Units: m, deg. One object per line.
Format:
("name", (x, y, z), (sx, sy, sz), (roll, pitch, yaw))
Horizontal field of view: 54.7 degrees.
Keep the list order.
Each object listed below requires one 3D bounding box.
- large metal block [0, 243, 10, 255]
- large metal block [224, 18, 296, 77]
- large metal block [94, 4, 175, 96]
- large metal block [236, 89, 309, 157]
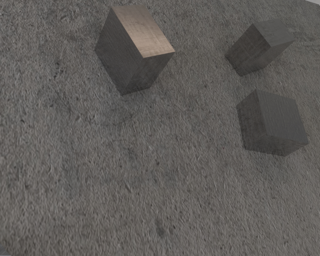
("large metal block", (-0.138, 0.140, 0.228), (0.080, 0.050, 0.080), (48, 51, 5))
("large metal block", (0.176, -0.143, 0.550), (0.081, 0.080, 0.050), (-23, 74, -36))
("large metal block", (-0.037, -0.102, 0.411), (0.050, 0.080, 0.080), (-21, 73, -36))
("large metal block", (0.173, -0.007, 0.485), (0.081, 0.050, 0.080), (11, 57, -23))
